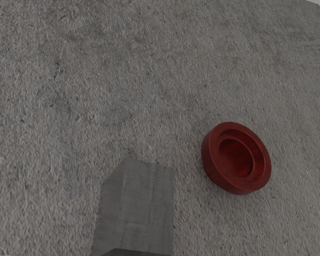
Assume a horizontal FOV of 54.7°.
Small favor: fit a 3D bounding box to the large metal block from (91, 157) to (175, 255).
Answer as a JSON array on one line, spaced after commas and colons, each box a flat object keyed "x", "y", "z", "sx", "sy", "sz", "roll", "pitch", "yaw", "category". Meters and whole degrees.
[{"x": -0.027, "y": 0.085, "z": 0.302, "sx": 0.050, "sy": 0.080, "sz": 0.080, "roll": 16, "pitch": 55, "yaw": -20, "category": "large metal block"}]

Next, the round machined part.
[{"x": 0.097, "y": 0.044, "z": 0.419, "sx": 0.099, "sy": 0.042, "sz": 0.098, "roll": 14, "pitch": 56, "yaw": -21, "category": "round machined part"}]
